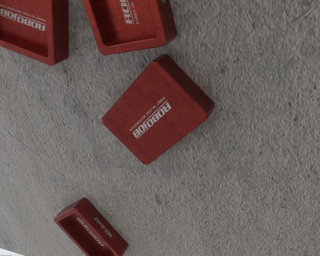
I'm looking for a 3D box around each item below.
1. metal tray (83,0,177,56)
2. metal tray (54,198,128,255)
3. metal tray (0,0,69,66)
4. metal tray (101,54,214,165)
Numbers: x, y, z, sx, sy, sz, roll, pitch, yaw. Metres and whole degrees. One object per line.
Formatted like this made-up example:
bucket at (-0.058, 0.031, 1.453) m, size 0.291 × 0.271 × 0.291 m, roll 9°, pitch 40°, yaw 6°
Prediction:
metal tray at (-0.041, -0.150, 0.332) m, size 0.090 × 0.030 × 0.129 m, roll -1°, pitch 118°, yaw 28°
metal tray at (-0.134, 0.203, 0.599) m, size 0.090 × 0.030 × 0.130 m, roll -33°, pitch 100°, yaw 38°
metal tray at (-0.184, -0.146, 0.410) m, size 0.130 × 0.030 × 0.089 m, roll 22°, pitch 127°, yaw 14°
metal tray at (-0.007, -0.018, 0.396) m, size 0.090 × 0.030 × 0.129 m, roll 45°, pitch 129°, yaw -4°
